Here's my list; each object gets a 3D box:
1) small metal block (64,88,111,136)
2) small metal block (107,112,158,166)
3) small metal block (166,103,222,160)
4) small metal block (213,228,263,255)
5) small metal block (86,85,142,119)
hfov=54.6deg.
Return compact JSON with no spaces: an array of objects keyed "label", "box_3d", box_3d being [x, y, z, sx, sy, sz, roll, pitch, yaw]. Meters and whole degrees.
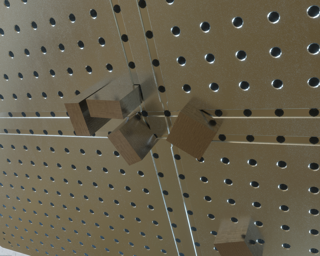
[{"label":"small metal block","box_3d":[-0.100,-0.023,0.435,0.025,0.050,0.050,0,119,28]},{"label":"small metal block","box_3d":[-0.036,0.015,0.424,0.025,0.050,0.050,-27,104,37]},{"label":"small metal block","box_3d":[0.042,0.005,0.392,0.050,0.025,0.050,31,129,8]},{"label":"small metal block","box_3d":[0.116,0.179,0.461,0.050,0.025,0.050,-22,107,36]},{"label":"small metal block","box_3d":[-0.059,-0.035,0.405,0.050,0.050,0.025,5,121,26]}]
